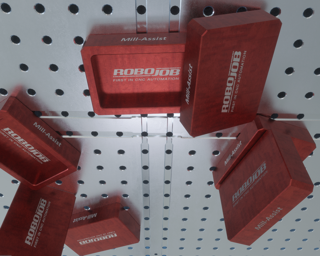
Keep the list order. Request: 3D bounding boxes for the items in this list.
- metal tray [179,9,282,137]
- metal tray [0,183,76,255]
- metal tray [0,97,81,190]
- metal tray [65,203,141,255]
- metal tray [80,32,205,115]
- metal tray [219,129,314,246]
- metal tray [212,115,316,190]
[{"bbox_3d":[0.072,-0.056,0.340,0.091,0.030,0.129,-14,133,-18],"label":"metal tray"},{"bbox_3d":[-0.187,0.148,0.467,0.090,0.130,0.030,22,127,-18],"label":"metal tray"},{"bbox_3d":[-0.187,0.027,0.429,0.090,0.030,0.130,-27,126,21],"label":"metal tray"},{"bbox_3d":[-0.113,0.188,0.567,0.130,0.030,0.090,-19,128,15],"label":"metal tray"},{"bbox_3d":[-0.016,-0.060,0.356,0.131,0.030,0.090,-2,130,1],"label":"metal tray"},{"bbox_3d":[0.125,0.077,0.394,0.030,0.090,0.129,18,128,-14],"label":"metal tray"},{"bbox_3d":[0.145,0.048,0.450,0.091,0.030,0.129,16,128,-13],"label":"metal tray"}]
